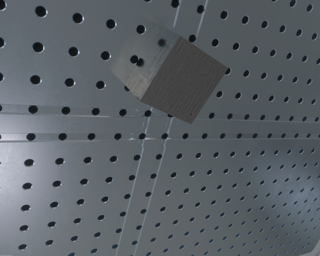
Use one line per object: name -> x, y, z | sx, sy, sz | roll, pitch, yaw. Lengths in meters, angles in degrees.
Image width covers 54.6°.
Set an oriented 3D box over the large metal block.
large metal block -> 0.019, -0.061, 0.367 | 0.080, 0.050, 0.080 | 22, 106, -36
